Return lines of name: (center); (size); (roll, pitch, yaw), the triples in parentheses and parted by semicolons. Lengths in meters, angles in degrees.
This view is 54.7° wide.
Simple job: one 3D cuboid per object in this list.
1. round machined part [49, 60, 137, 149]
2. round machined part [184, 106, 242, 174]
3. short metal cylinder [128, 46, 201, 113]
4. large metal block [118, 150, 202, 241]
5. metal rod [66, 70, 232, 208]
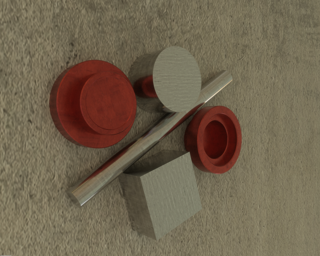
round machined part: (-0.065, -0.026, 0.340); (0.099, 0.042, 0.097); (0, 90, -40)
round machined part: (0.074, 0.017, 0.457); (0.099, 0.042, 0.097); (0, 90, -40)
short metal cylinder: (0.007, -0.059, 0.395); (0.081, 0.050, 0.079); (0, 90, -40)
large metal block: (0.001, 0.079, 0.392); (0.081, 0.050, 0.080); (-22, 104, -38)
metal rod: (0.006, -0.003, 0.413); (0.302, 0.025, 0.025); (-39, 114, -33)
